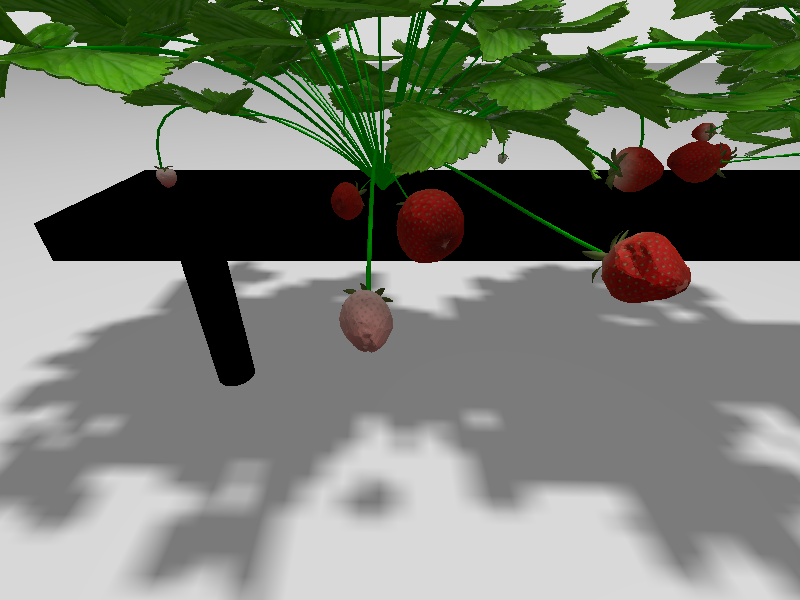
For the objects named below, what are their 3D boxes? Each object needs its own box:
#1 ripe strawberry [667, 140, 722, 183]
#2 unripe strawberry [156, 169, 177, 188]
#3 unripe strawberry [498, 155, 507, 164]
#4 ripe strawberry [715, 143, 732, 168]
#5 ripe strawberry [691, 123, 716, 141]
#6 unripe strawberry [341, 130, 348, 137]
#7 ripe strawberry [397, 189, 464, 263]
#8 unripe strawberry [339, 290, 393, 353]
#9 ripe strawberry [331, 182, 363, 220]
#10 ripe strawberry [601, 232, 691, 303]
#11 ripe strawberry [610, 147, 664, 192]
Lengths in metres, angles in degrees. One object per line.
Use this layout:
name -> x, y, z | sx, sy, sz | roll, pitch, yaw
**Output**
ripe strawberry -> 0.263, -0.125, 0.362 | 0.036, 0.036, 0.040 | 3, 32, 6
unripe strawberry -> -0.203, -0.107, 0.350 | 0.017, 0.016, 0.015 | 0, 32, 1
unripe strawberry -> 0.108, -0.149, 0.423 | 0.010, 0.010, 0.009 | -21, 38, -29
ripe strawberry -> 0.320, -0.146, 0.406 | 0.025, 0.024, 0.027 | 18, 36, 27
ripe strawberry -> 0.395, -0.218, 0.522 | 0.027, 0.024, 0.024 | -6, 19, -9
unripe strawberry -> -0.068, -0.205, 0.493 | 0.009, 0.010, 0.010 | -9, 33, -14
ripe strawberry -> 0.019, -0.040, 0.226 | 0.040, 0.042, 0.043 | -7, 34, -12
unripe strawberry -> -0.013, 0.010, 0.160 | 0.022, 0.024, 0.025 | 0, -43, 0
ripe strawberry -> -0.039, -0.069, 0.283 | 0.023, 0.026, 0.025 | 10, 34, 15
ripe strawberry -> 0.115, -0.013, 0.187 | 0.038, 0.034, 0.034 | -21, 38, -29
ripe strawberry -> 0.200, -0.109, 0.336 | 0.037, 0.036, 0.040 | 1, 32, 1
